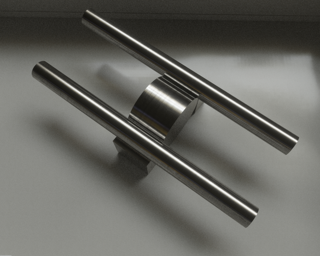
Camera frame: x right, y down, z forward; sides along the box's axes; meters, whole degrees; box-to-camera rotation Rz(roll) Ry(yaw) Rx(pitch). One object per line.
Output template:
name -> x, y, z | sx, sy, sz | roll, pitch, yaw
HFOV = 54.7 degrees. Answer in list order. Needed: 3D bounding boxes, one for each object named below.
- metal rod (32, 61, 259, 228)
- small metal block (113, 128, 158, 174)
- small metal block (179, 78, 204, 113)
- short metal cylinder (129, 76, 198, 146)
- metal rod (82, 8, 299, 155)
metal rod -> -0.026, 0.011, 0.352 | 0.300, 0.025, 0.025 | 34, 73, 11
small metal block -> -0.028, 0.028, 0.384 | 0.050, 0.050, 0.025 | 35, 74, 11
small metal block -> 0.035, -0.052, 0.414 | 0.050, 0.050, 0.025 | 35, 74, 11
short metal cylinder -> 0.004, -0.017, 0.385 | 0.050, 0.080, 0.080 | 35, 74, 11
metal rod -> 0.028, -0.063, 0.378 | 0.300, 0.025, 0.025 | 34, 73, 11
